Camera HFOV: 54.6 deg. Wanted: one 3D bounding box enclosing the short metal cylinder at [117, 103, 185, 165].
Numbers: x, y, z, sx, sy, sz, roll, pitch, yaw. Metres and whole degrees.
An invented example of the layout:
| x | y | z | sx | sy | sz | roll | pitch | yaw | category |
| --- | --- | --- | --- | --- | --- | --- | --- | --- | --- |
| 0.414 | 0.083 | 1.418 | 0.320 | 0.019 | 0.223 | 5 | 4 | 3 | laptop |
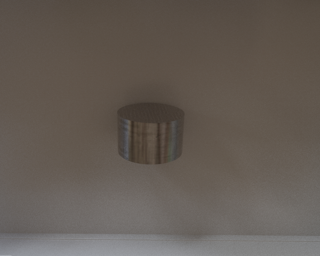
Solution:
| x | y | z | sx | sy | sz | roll | pitch | yaw | category |
| --- | --- | --- | --- | --- | --- | --- | --- | --- | --- |
| -0.011 | 0.004 | 0.380 | 0.080 | 0.080 | 0.050 | 2 | 110 | -1 | short metal cylinder |
